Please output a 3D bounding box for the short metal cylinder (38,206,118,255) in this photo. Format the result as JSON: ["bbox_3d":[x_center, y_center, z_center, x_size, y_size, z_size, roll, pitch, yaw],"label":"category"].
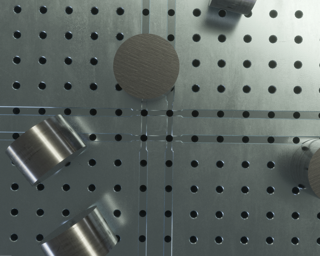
[{"bbox_3d":[-0.100,0.141,0.385,0.080,0.080,0.050,-32,90,0],"label":"short metal cylinder"}]

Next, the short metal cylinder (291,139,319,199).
[{"bbox_3d":[0.221,0.055,0.403,0.081,0.050,0.079,0,90,0],"label":"short metal cylinder"}]

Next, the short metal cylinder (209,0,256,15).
[{"bbox_3d":[0.097,-0.188,0.386,0.050,0.080,0.080,14,90,0],"label":"short metal cylinder"}]

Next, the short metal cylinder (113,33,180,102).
[{"bbox_3d":[-0.017,-0.075,0.401,0.081,0.050,0.079,0,90,0],"label":"short metal cylinder"}]

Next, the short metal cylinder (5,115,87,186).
[{"bbox_3d":[-0.139,0.027,0.385,0.080,0.080,0.050,-38,90,0],"label":"short metal cylinder"}]
